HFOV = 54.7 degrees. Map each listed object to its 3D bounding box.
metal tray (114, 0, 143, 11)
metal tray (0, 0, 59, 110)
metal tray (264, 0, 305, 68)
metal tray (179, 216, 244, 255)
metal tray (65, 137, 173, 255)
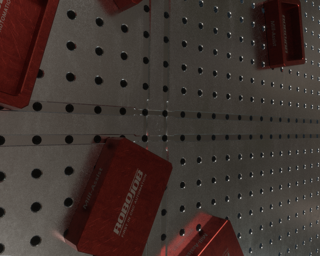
[{"bbox_3d":[-0.046,-0.221,0.368,0.090,0.030,0.130,-50,120,-29],"label":"metal tray"},{"bbox_3d":[-0.152,-0.090,0.279,0.091,0.030,0.129,20,77,-39],"label":"metal tray"},{"bbox_3d":[0.251,-0.189,0.619,0.091,0.030,0.129,-14,99,-39],"label":"metal tray"},{"bbox_3d":[0.072,0.211,0.469,0.131,0.030,0.090,-37,113,-34],"label":"metal tray"},{"bbox_3d":[-0.044,0.086,0.371,0.090,0.030,0.130,33,70,-36],"label":"metal tray"}]
